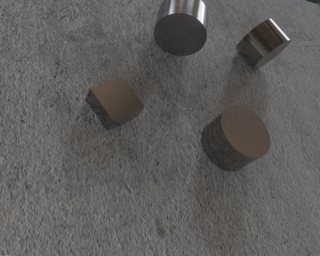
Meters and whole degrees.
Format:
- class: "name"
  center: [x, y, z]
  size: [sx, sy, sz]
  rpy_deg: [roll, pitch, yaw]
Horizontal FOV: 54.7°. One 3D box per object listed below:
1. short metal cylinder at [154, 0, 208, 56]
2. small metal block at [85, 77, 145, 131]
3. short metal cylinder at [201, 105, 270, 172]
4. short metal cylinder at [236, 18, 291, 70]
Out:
- class: "short metal cylinder"
  center: [0.034, -0.160, 0.484]
  size: [0.080, 0.080, 0.050]
  rpy_deg: [20, 54, -16]
- class: "small metal block"
  center: [-0.057, -0.031, 0.392]
  size: [0.050, 0.025, 0.050]
  rpy_deg: [-29, 78, -37]
- class: "short metal cylinder"
  center: [0.106, 0.015, 0.436]
  size: [0.081, 0.050, 0.080]
  rpy_deg: [14, 56, -21]
- class: "short metal cylinder"
  center: [0.186, -0.150, 0.560]
  size: [0.081, 0.080, 0.050]
  rpy_deg: [-27, 77, -37]
